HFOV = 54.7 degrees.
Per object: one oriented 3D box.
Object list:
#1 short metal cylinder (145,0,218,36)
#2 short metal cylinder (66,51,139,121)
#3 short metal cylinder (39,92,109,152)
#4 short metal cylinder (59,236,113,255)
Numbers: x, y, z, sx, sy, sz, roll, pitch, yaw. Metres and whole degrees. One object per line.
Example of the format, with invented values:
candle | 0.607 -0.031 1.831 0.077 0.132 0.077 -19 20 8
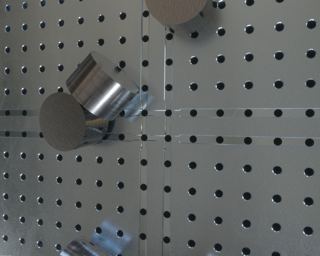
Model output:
short metal cylinder | 0.028 -0.162 0.389 0.080 0.050 0.079 0 90 19
short metal cylinder | -0.075 -0.055 0.409 0.050 0.080 0.080 -45 76 14
short metal cylinder | -0.120 -0.011 0.434 0.080 0.050 0.079 3 98 25
short metal cylinder | -0.108 0.196 0.420 0.050 0.080 0.080 26 99 18
